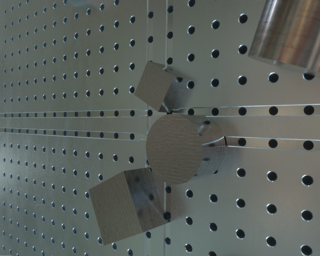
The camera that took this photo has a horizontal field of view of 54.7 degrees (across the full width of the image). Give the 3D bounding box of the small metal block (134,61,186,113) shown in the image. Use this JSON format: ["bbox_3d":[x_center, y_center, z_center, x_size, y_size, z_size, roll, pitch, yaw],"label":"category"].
[{"bbox_3d":[-0.001,-0.054,0.410,0.050,0.025,0.050,37,113,33],"label":"small metal block"}]

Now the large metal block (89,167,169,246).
[{"bbox_3d":[-0.046,0.108,0.431,0.080,0.050,0.080,-31,71,35],"label":"large metal block"}]

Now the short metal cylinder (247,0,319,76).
[{"bbox_3d":[0.124,-0.077,0.271,0.080,0.081,0.050,26,106,37],"label":"short metal cylinder"}]

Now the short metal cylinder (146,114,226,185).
[{"bbox_3d":[0.030,0.024,0.369,0.080,0.050,0.079,1,91,40],"label":"short metal cylinder"}]
